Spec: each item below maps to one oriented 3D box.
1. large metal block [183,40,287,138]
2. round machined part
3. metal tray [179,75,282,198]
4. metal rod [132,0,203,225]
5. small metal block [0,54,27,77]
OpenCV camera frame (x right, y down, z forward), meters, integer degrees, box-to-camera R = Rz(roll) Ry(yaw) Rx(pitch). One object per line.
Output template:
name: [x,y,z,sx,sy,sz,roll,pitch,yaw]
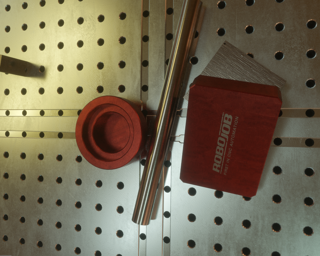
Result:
large metal block: [0.089,-0.043,0.368,0.080,0.050,0.080,39,102,15]
round machined part: [-0.062,0.006,0.424,0.098,0.042,0.097,0,90,19]
metal tray: [0.074,0.012,0.347,0.090,0.030,0.129,11,122,12]
metal rod: [0.008,-0.018,0.408,0.025,0.025,0.298,15,95,19]
small metal block: [-0.248,-0.100,0.485,0.050,0.050,0.025,12,94,19]
